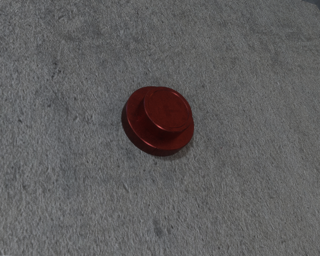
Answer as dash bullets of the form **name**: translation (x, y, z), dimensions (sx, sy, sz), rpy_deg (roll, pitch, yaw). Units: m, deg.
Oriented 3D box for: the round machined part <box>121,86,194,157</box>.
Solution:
- **round machined part**: translation (0.003, -0.015, 0.406), dimensions (0.099, 0.042, 0.098), rpy_deg (14, 56, -21)
